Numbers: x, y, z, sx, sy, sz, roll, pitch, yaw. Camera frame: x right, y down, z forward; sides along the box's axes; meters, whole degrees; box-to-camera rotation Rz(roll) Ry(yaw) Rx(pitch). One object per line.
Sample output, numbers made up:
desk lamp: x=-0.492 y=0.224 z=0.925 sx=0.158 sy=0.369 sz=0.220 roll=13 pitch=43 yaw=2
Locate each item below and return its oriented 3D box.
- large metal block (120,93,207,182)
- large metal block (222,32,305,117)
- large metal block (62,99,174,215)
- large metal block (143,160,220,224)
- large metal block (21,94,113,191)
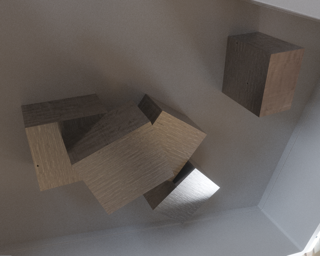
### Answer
large metal block: x=-0.001 y=0.014 z=0.401 sx=0.080 sy=0.050 sz=0.080 roll=26 pitch=104 yaw=-37
large metal block: x=0.127 y=-0.071 z=0.398 sx=0.050 sy=0.080 sz=0.079 roll=-14 pitch=124 yaw=-21
large metal block: x=-0.042 y=0.030 z=0.324 sx=0.080 sy=0.050 sz=0.080 roll=-30 pitch=129 yaw=-9
large metal block: x=0.028 y=0.086 z=0.456 sx=0.080 sy=0.050 sz=0.080 roll=-46 pitch=135 yaw=3
large metal block: x=-0.101 y=0.014 z=0.346 sx=0.081 sy=0.050 sz=0.079 roll=-13 pitch=124 yaw=-22
